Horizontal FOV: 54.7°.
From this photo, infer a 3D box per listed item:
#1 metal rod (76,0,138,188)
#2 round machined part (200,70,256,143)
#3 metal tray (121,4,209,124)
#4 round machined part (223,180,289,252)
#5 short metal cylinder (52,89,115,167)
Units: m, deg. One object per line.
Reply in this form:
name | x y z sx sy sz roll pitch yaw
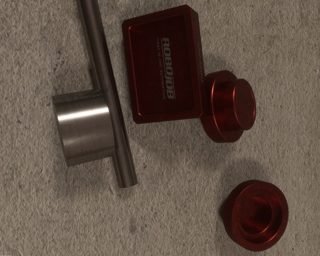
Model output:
metal rod | -0.071 -0.073 0.383 0.025 0.025 0.298 -14 95 -20
round machined part | 0.095 -0.029 0.414 0.099 0.042 0.097 8 79 -50
metal tray | 0.006 -0.073 0.380 0.090 0.030 0.129 -5 93 23
round machined part | 0.134 0.124 0.451 0.099 0.042 0.097 0 90 -21
short metal cylinder | -0.087 -0.001 0.348 0.050 0.080 0.079 -13 95 -20
